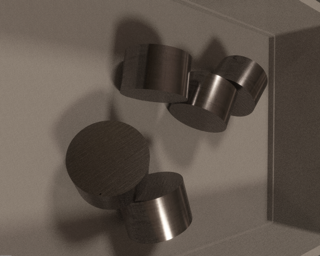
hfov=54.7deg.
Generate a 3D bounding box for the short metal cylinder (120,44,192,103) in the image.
[{"bbox_3d":[-0.005,-0.062,0.369,0.081,0.080,0.050,10,84,-40],"label":"short metal cylinder"}]

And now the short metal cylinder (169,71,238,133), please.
[{"bbox_3d":[0.059,-0.034,0.423,0.080,0.080,0.050,35,68,-35],"label":"short metal cylinder"}]

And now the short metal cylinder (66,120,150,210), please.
[{"bbox_3d":[-0.052,0.039,0.321,0.081,0.050,0.080,2,62,-3],"label":"short metal cylinder"}]

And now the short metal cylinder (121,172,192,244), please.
[{"bbox_3d":[-0.006,0.091,0.368,0.081,0.080,0.050,-23,105,-38],"label":"short metal cylinder"}]

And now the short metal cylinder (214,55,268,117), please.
[{"bbox_3d":[0.114,-0.063,0.469,0.080,0.080,0.050,49,61,-29],"label":"short metal cylinder"}]
